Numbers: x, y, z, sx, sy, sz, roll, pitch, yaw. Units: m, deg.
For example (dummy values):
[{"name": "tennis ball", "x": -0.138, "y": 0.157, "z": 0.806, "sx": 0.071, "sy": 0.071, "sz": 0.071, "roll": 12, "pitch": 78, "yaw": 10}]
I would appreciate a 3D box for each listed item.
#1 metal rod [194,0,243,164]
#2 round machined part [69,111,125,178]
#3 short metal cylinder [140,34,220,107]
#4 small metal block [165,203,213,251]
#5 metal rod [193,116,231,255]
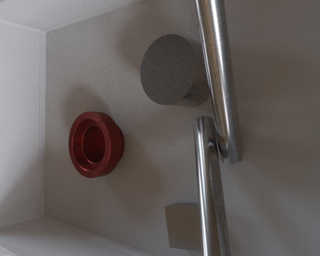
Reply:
[{"name": "metal rod", "x": 0.046, "y": -0.095, "z": 0.274, "sx": 0.025, "sy": 0.025, "sz": 0.298, "roll": 10, "pitch": 126, "yaw": 39}, {"name": "round machined part", "x": -0.092, "y": 0.024, "z": 0.469, "sx": 0.098, "sy": 0.042, "sz": 0.097, "roll": 0, "pitch": 90, "yaw": 39}, {"name": "short metal cylinder", "x": 0.023, "y": -0.066, "z": 0.370, "sx": 0.080, "sy": 0.050, "sz": 0.079, "roll": 0, "pitch": 90, "yaw": 39}, {"name": "small metal block", "x": 0.036, "y": 0.118, "z": 0.376, "sx": 0.050, "sy": 0.025, "sz": 0.050, "roll": -12, "pitch": 83, "yaw": 39}, {"name": "metal rod", "x": 0.049, "y": 0.109, "z": 0.270, "sx": 0.025, "sy": 0.025, "sz": 0.300, "roll": -34, "pitch": 39, "yaw": 34}]
